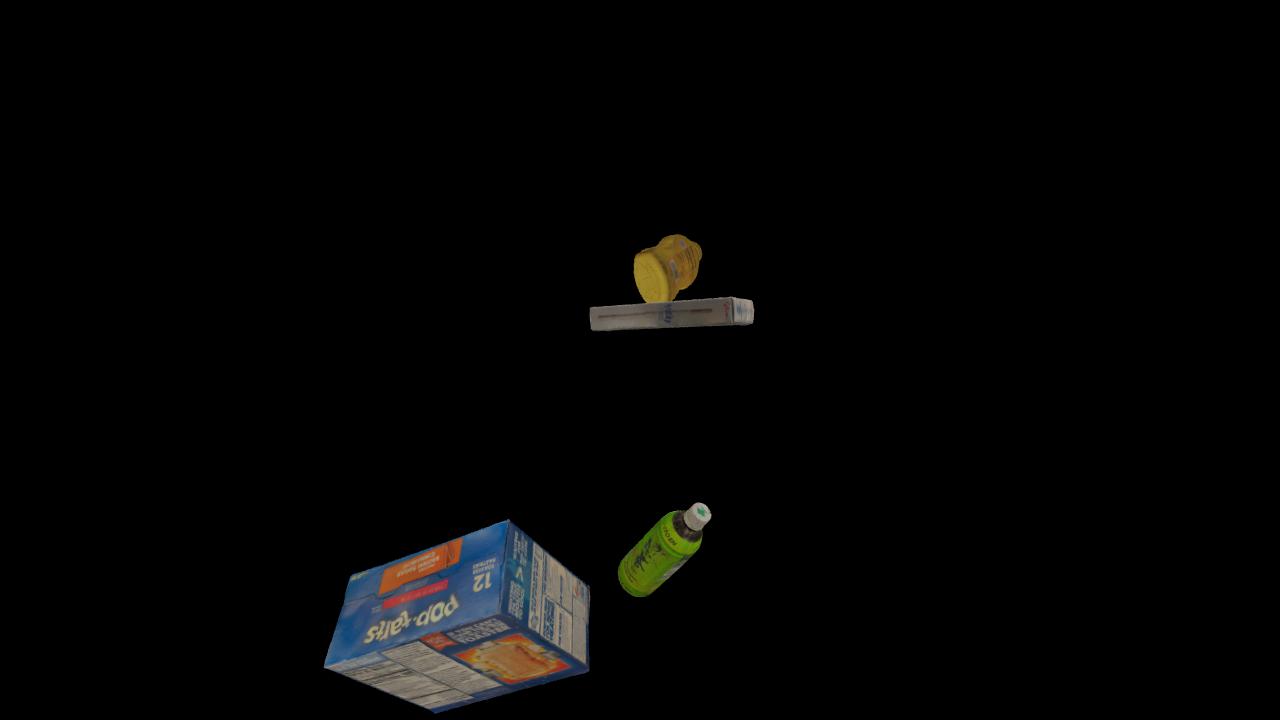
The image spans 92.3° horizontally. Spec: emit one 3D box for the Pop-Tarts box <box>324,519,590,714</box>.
[{"bbox_3d":[-0.148,0.228,0.536,0.167,0.083,0.141,-23,-48,14],"label":"Pop-Tarts box"}]

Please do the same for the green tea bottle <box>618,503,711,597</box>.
[{"bbox_3d":[0.040,0.278,0.913,0.073,0.073,0.212,0,-40,-38],"label":"green tea bottle"}]

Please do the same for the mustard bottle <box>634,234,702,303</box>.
[{"bbox_3d":[0.056,-0.155,0.993,0.054,0.092,0.184,-14,17,34],"label":"mustard bottle"}]

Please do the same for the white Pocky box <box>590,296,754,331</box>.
[{"bbox_3d":[0.033,-0.046,0.640,0.154,0.028,0.084,-1,3,24],"label":"white Pocky box"}]
